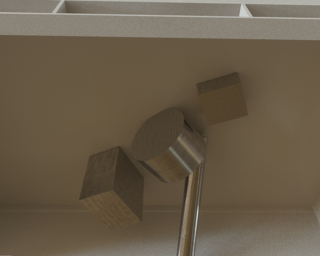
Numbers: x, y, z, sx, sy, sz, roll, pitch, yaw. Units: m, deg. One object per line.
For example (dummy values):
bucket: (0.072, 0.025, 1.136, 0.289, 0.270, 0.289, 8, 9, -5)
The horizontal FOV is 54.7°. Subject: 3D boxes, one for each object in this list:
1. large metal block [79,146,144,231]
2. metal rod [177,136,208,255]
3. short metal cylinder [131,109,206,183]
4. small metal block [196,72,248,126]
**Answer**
large metal block: (-0.065, 0.087, 0.446, 0.050, 0.080, 0.080, -20, 128, 16)
metal rod: (0.038, 0.159, 0.435, 0.025, 0.025, 0.298, 6, 94, -5)
short metal cylinder: (0.010, 0.022, 0.392, 0.080, 0.080, 0.050, -29, 125, 22)
small metal block: (0.077, -0.035, 0.381, 0.050, 0.025, 0.050, -15, 129, 12)
